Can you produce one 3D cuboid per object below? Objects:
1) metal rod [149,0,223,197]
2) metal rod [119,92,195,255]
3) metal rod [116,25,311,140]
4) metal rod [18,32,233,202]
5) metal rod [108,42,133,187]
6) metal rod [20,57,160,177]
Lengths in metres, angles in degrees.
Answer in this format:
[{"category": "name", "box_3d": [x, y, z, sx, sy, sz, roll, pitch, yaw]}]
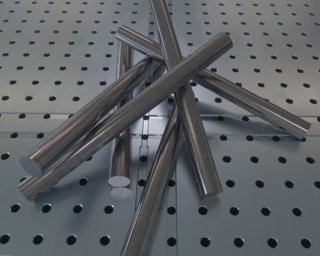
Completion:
[{"category": "metal rod", "box_3d": [0.027, -0.060, 0.407, 0.025, 0.025, 0.299, -10, 66, -8]}, {"category": "metal rod", "box_3d": [-0.003, 0.062, 0.355, 0.025, 0.025, 0.300, 12, 51, 10]}, {"category": "metal rod", "box_3d": [0.065, -0.070, 0.439, 0.300, 0.025, 0.025, 31, 56, 13]}, {"category": "metal rod", "box_3d": [-0.034, -0.019, 0.370, 0.301, 0.025, 0.025, -38, 58, -8]}, {"category": "metal rod", "box_3d": [-0.053, -0.053, 0.452, 0.025, 0.025, 0.300, -2, 50, -2]}, {"category": "metal rod", "box_3d": [-0.059, -0.043, 0.401, 0.025, 0.025, 0.301, 19, 39, 16]}]
